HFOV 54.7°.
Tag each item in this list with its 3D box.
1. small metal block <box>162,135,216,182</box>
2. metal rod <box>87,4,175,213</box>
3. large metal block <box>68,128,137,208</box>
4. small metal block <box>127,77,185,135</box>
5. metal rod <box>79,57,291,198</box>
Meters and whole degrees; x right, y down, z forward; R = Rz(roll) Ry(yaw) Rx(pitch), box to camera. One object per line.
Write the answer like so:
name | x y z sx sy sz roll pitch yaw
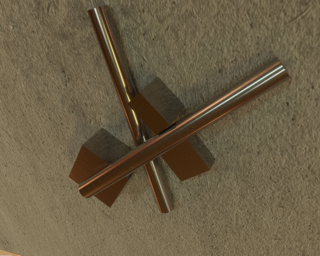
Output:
small metal block | 0.036 0.037 0.410 0.050 0.025 0.050 -30 102 37
metal rod | -0.031 -0.008 0.416 0.025 0.025 0.298 -4 117 29
large metal block | -0.081 0.061 0.469 0.080 0.050 0.079 36 129 4
small metal block | -0.003 -0.028 0.374 0.050 0.050 0.025 48 129 -6
metal rod | 0.009 0.014 0.370 0.299 0.025 0.025 -33 100 25
